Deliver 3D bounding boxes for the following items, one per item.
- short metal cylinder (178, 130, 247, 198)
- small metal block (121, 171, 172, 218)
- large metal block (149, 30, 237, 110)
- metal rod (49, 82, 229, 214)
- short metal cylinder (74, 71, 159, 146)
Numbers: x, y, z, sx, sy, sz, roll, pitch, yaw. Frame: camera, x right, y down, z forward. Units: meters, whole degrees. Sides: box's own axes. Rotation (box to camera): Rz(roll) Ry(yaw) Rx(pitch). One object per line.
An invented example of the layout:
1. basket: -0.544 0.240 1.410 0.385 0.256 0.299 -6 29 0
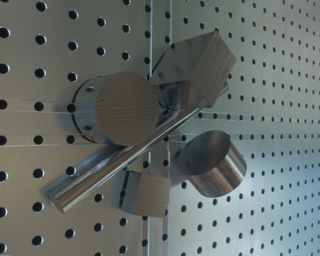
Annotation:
1. short metal cylinder: 0.072 0.049 0.430 0.050 0.080 0.080 51 60 -28
2. small metal block: -0.016 0.084 0.391 0.050 0.025 0.050 19 78 -38
3. large metal block: 0.039 -0.071 0.402 0.050 0.080 0.080 44 64 -32
4. metal rod: -0.004 0.005 0.402 0.302 0.025 0.025 -35 112 -34
5. short metal cylinder: -0.048 -0.021 0.348 0.081 0.050 0.079 0 90 -40
